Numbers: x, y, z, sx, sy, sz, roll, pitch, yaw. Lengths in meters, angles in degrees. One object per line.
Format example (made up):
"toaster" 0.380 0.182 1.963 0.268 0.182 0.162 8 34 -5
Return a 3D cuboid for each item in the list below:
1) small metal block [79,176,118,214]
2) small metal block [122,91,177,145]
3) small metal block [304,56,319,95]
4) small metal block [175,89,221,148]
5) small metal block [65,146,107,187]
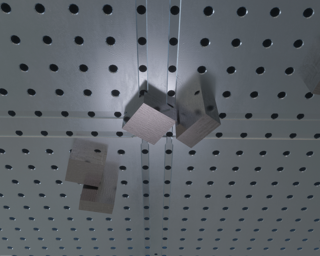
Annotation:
"small metal block" -0.095 0.102 0.481 0.050 0.050 0.025 11 129 -9
"small metal block" -0.014 -0.012 0.401 0.050 0.025 0.050 29 124 -22
"small metal block" 0.207 -0.063 0.359 0.050 0.025 0.050 9 130 -8
"small metal block" 0.045 -0.012 0.385 0.025 0.050 0.050 33 123 -25
"small metal block" -0.110 0.058 0.460 0.050 0.025 0.050 14 129 -12
